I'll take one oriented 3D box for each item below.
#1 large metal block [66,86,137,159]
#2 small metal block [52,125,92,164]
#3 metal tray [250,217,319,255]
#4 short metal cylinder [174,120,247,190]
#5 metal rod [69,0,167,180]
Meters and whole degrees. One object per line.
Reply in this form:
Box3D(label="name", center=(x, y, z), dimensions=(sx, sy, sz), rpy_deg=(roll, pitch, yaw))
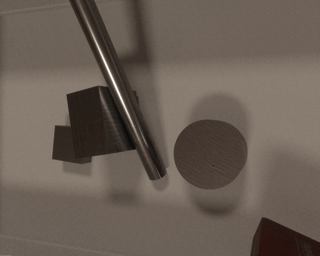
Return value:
Box3D(label="large metal block", center=(-0.068, -0.007, 0.401), dimensions=(0.050, 0.080, 0.080), rpy_deg=(-10, 87, 28))
Box3D(label="small metal block", center=(-0.127, 0.023, 0.454), dimensions=(0.050, 0.025, 0.050), rpy_deg=(6, 92, 19))
Box3D(label="metal tray", center=(0.138, 0.138, 0.306), dimensions=(0.090, 0.130, 0.030), rpy_deg=(23, 98, 18))
Box3D(label="short metal cylinder", center=(0.062, 0.030, 0.375), dimensions=(0.080, 0.050, 0.079), rpy_deg=(0, 90, 19))
Box3D(label="metal rod", center=(-0.056, -0.068, 0.363), dimensions=(0.025, 0.025, 0.299), rpy_deg=(-15, 111, 19))
